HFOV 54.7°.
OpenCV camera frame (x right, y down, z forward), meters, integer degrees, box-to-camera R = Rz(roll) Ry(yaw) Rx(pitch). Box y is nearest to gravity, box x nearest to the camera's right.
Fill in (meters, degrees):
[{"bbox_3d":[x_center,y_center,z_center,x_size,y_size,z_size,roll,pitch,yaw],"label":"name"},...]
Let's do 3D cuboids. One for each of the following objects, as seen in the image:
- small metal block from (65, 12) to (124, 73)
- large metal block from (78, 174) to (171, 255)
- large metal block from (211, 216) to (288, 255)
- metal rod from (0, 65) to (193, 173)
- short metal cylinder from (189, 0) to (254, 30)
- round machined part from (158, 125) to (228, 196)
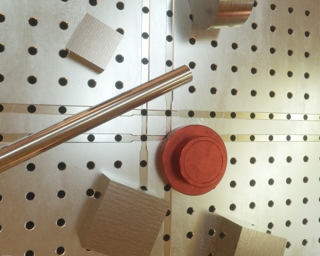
[{"bbox_3d":[-0.081,-0.104,0.382,0.050,0.025,0.050,29,81,-18],"label":"small metal block"},{"bbox_3d":[-0.045,0.111,0.383,0.080,0.050,0.080,25,82,-19],"label":"large metal block"},{"bbox_3d":[0.125,0.182,0.446,0.080,0.050,0.080,21,83,-19],"label":"large metal block"},{"bbox_3d":[-0.090,-0.009,0.379,0.302,0.025,0.025,-27,99,-18],"label":"metal rod"},{"bbox_3d":[0.080,-0.174,0.413,0.050,0.080,0.080,-11,94,-20],"label":"short metal cylinder"},{"bbox_3d":[0.050,0.044,0.422,0.099,0.042,0.097,0,90,-20],"label":"round machined part"}]
